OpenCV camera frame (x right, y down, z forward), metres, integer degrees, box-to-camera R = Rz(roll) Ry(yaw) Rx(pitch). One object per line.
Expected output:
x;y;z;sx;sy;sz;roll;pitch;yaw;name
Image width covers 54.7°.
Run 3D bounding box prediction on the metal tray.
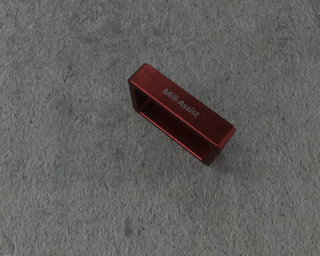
0.023;-0.013;0.380;0.130;0.090;0.030;38;74;12;metal tray
